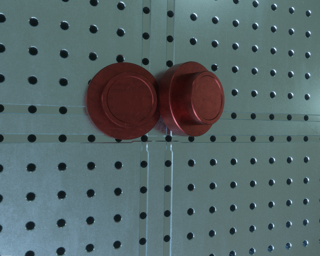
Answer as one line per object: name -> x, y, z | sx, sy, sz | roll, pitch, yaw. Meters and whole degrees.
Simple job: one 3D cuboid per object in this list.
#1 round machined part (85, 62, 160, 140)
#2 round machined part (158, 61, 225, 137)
round machined part -> -0.042, -0.034, 0.388 | 0.099, 0.042, 0.097 | 0, 90, -20
round machined part -> 0.047, -0.037, 0.402 | 0.099, 0.042, 0.097 | 1, 89, -44
